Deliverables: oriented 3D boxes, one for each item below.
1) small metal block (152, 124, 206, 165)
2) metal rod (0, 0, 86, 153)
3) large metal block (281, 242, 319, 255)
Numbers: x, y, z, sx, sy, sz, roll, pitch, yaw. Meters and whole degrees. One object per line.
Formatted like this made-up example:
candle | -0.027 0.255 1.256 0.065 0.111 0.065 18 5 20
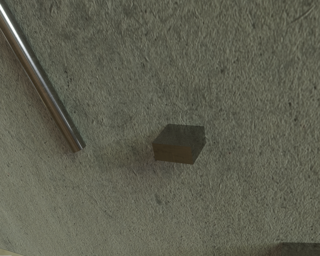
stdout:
small metal block | 0.025 0.019 0.389 0.050 0.050 0.025 4 120 26
metal rod | -0.189 -0.095 0.447 0.025 0.025 0.299 -12 113 33
large metal block | 0.191 0.208 0.399 0.050 0.080 0.080 -13 112 33
